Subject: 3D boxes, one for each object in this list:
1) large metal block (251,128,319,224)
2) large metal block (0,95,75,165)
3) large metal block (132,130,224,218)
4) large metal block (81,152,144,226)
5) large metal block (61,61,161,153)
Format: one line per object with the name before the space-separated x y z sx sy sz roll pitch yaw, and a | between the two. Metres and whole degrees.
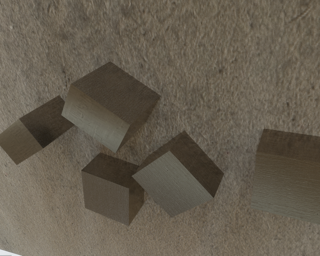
large metal block | 0.150 0.053 0.344 0.080 0.050 0.079 9 123 23
large metal block | -0.184 0.003 0.467 0.080 0.080 0.050 -26 104 37
large metal block | 0.024 0.063 0.416 0.080 0.050 0.080 48 129 -6
large metal block | -0.072 0.095 0.485 0.080 0.050 0.079 16 125 18
large metal block | -0.059 -0.028 0.383 0.080 0.080 0.050 35 129 5
